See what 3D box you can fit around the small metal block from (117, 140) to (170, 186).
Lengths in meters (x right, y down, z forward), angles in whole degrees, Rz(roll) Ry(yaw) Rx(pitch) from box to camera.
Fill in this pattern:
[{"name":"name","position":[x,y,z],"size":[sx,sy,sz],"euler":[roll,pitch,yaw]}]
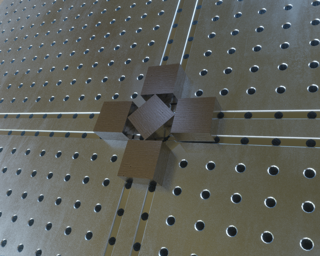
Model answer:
[{"name":"small metal block","position":[-0.020,0.043,0.391],"size":[0.050,0.025,0.050],"euler":[1,62,28]}]

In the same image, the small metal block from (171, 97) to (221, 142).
[{"name":"small metal block","position":[0.046,-0.010,0.389],"size":[0.050,0.025,0.050],"euler":[0,62,27]}]

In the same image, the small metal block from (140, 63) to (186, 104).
[{"name":"small metal block","position":[0.005,-0.062,0.442],"size":[0.050,0.025,0.050],"euler":[0,61,27]}]

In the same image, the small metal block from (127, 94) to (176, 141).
[{"name":"small metal block","position":[-0.008,-0.010,0.417],"size":[0.050,0.025,0.050],"euler":[-41,51,0]}]

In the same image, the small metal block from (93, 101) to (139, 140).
[{"name":"small metal block","position":[-0.061,-0.011,0.445],"size":[0.050,0.025,0.050],"euler":[2,62,28]}]
